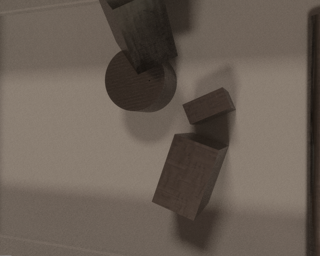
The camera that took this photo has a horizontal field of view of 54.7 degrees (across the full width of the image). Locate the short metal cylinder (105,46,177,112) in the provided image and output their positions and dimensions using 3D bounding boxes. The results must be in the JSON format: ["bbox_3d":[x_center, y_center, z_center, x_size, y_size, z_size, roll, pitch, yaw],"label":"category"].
[{"bbox_3d":[-0.024,-0.061,0.405,0.080,0.050,0.079,0,90,19],"label":"short metal cylinder"}]

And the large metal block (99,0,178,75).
[{"bbox_3d":[-0.027,-0.121,0.343,0.050,0.080,0.080,-27,49,-6],"label":"large metal block"}]

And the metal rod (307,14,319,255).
[{"bbox_3d":[0.179,0.025,0.347,0.025,0.025,0.298,0,90,19],"label":"metal rod"}]

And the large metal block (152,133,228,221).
[{"bbox_3d":[0.039,0.052,0.367,0.050,0.080,0.080,20,97,18],"label":"large metal block"}]

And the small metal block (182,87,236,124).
[{"bbox_3d":[0.061,-0.025,0.375,0.050,0.050,0.025,-23,83,18],"label":"small metal block"}]
